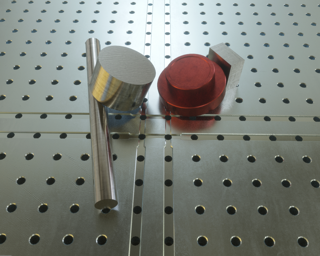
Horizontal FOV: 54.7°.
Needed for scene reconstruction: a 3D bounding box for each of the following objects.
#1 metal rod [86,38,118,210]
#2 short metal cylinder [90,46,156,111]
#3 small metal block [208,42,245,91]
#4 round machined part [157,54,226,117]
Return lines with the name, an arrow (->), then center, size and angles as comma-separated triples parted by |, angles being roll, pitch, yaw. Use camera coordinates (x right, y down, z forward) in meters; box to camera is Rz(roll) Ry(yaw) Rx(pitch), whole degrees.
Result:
metal rod -> -0.086, -0.030, 0.431 | 0.025, 0.025, 0.300 | -8, 51, -7
short metal cylinder -> -0.052, -0.070, 0.432 | 0.081, 0.050, 0.080 | 16, 43, -16
small metal block -> 0.097, -0.093, 0.471 | 0.025, 0.050, 0.050 | -25, 55, -20
round machined part -> 0.044, -0.068, 0.442 | 0.098, 0.042, 0.098 | -5, 56, 8
